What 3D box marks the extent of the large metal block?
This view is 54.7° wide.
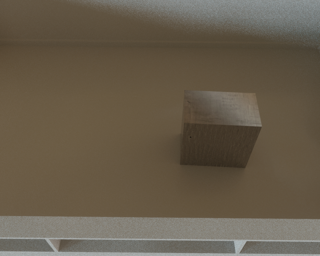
[{"bbox_3d":[0.067,0.003,0.368,0.080,0.080,0.050,3,50,2],"label":"large metal block"}]
